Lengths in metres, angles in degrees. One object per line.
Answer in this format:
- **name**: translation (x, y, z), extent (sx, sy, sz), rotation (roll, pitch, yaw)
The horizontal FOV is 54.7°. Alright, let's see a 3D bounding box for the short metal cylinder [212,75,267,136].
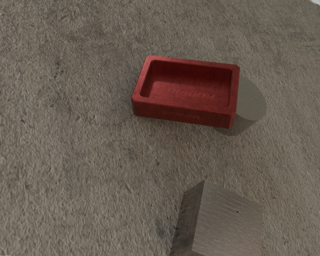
- **short metal cylinder**: translation (0.112, -0.034, 0.469), extent (0.081, 0.050, 0.080), rotation (14, 56, -21)

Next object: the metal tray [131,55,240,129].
- **metal tray**: translation (0.036, -0.051, 0.414), extent (0.131, 0.030, 0.090), rotation (8, 53, 9)

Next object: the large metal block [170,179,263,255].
- **large metal block**: translation (0.066, 0.117, 0.351), extent (0.080, 0.050, 0.080), rotation (27, 52, -12)
